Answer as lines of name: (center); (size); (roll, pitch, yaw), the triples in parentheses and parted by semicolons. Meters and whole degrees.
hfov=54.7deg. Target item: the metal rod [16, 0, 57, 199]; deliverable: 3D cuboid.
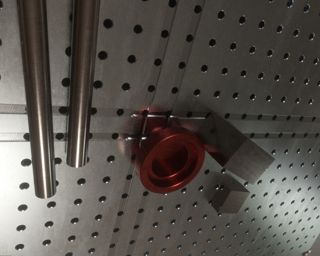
metal rod: (-0.124, -0.051, 0.312); (0.025, 0.025, 0.298); (-7, 122, -25)

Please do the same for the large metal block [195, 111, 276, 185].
large metal block: (0.107, 0.029, 0.454); (0.080, 0.080, 0.050); (31, 101, -38)

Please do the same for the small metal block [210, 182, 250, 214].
small metal block: (0.127, 0.128, 0.563); (0.050, 0.025, 0.050); (13, 112, -34)

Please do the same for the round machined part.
round machined part: (0.010, 0.040, 0.432); (0.099, 0.042, 0.097); (-14, 124, -21)

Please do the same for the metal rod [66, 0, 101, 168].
metal rod: (-0.077, -0.089, 0.314); (0.025, 0.025, 0.298); (-4, 120, -27)
